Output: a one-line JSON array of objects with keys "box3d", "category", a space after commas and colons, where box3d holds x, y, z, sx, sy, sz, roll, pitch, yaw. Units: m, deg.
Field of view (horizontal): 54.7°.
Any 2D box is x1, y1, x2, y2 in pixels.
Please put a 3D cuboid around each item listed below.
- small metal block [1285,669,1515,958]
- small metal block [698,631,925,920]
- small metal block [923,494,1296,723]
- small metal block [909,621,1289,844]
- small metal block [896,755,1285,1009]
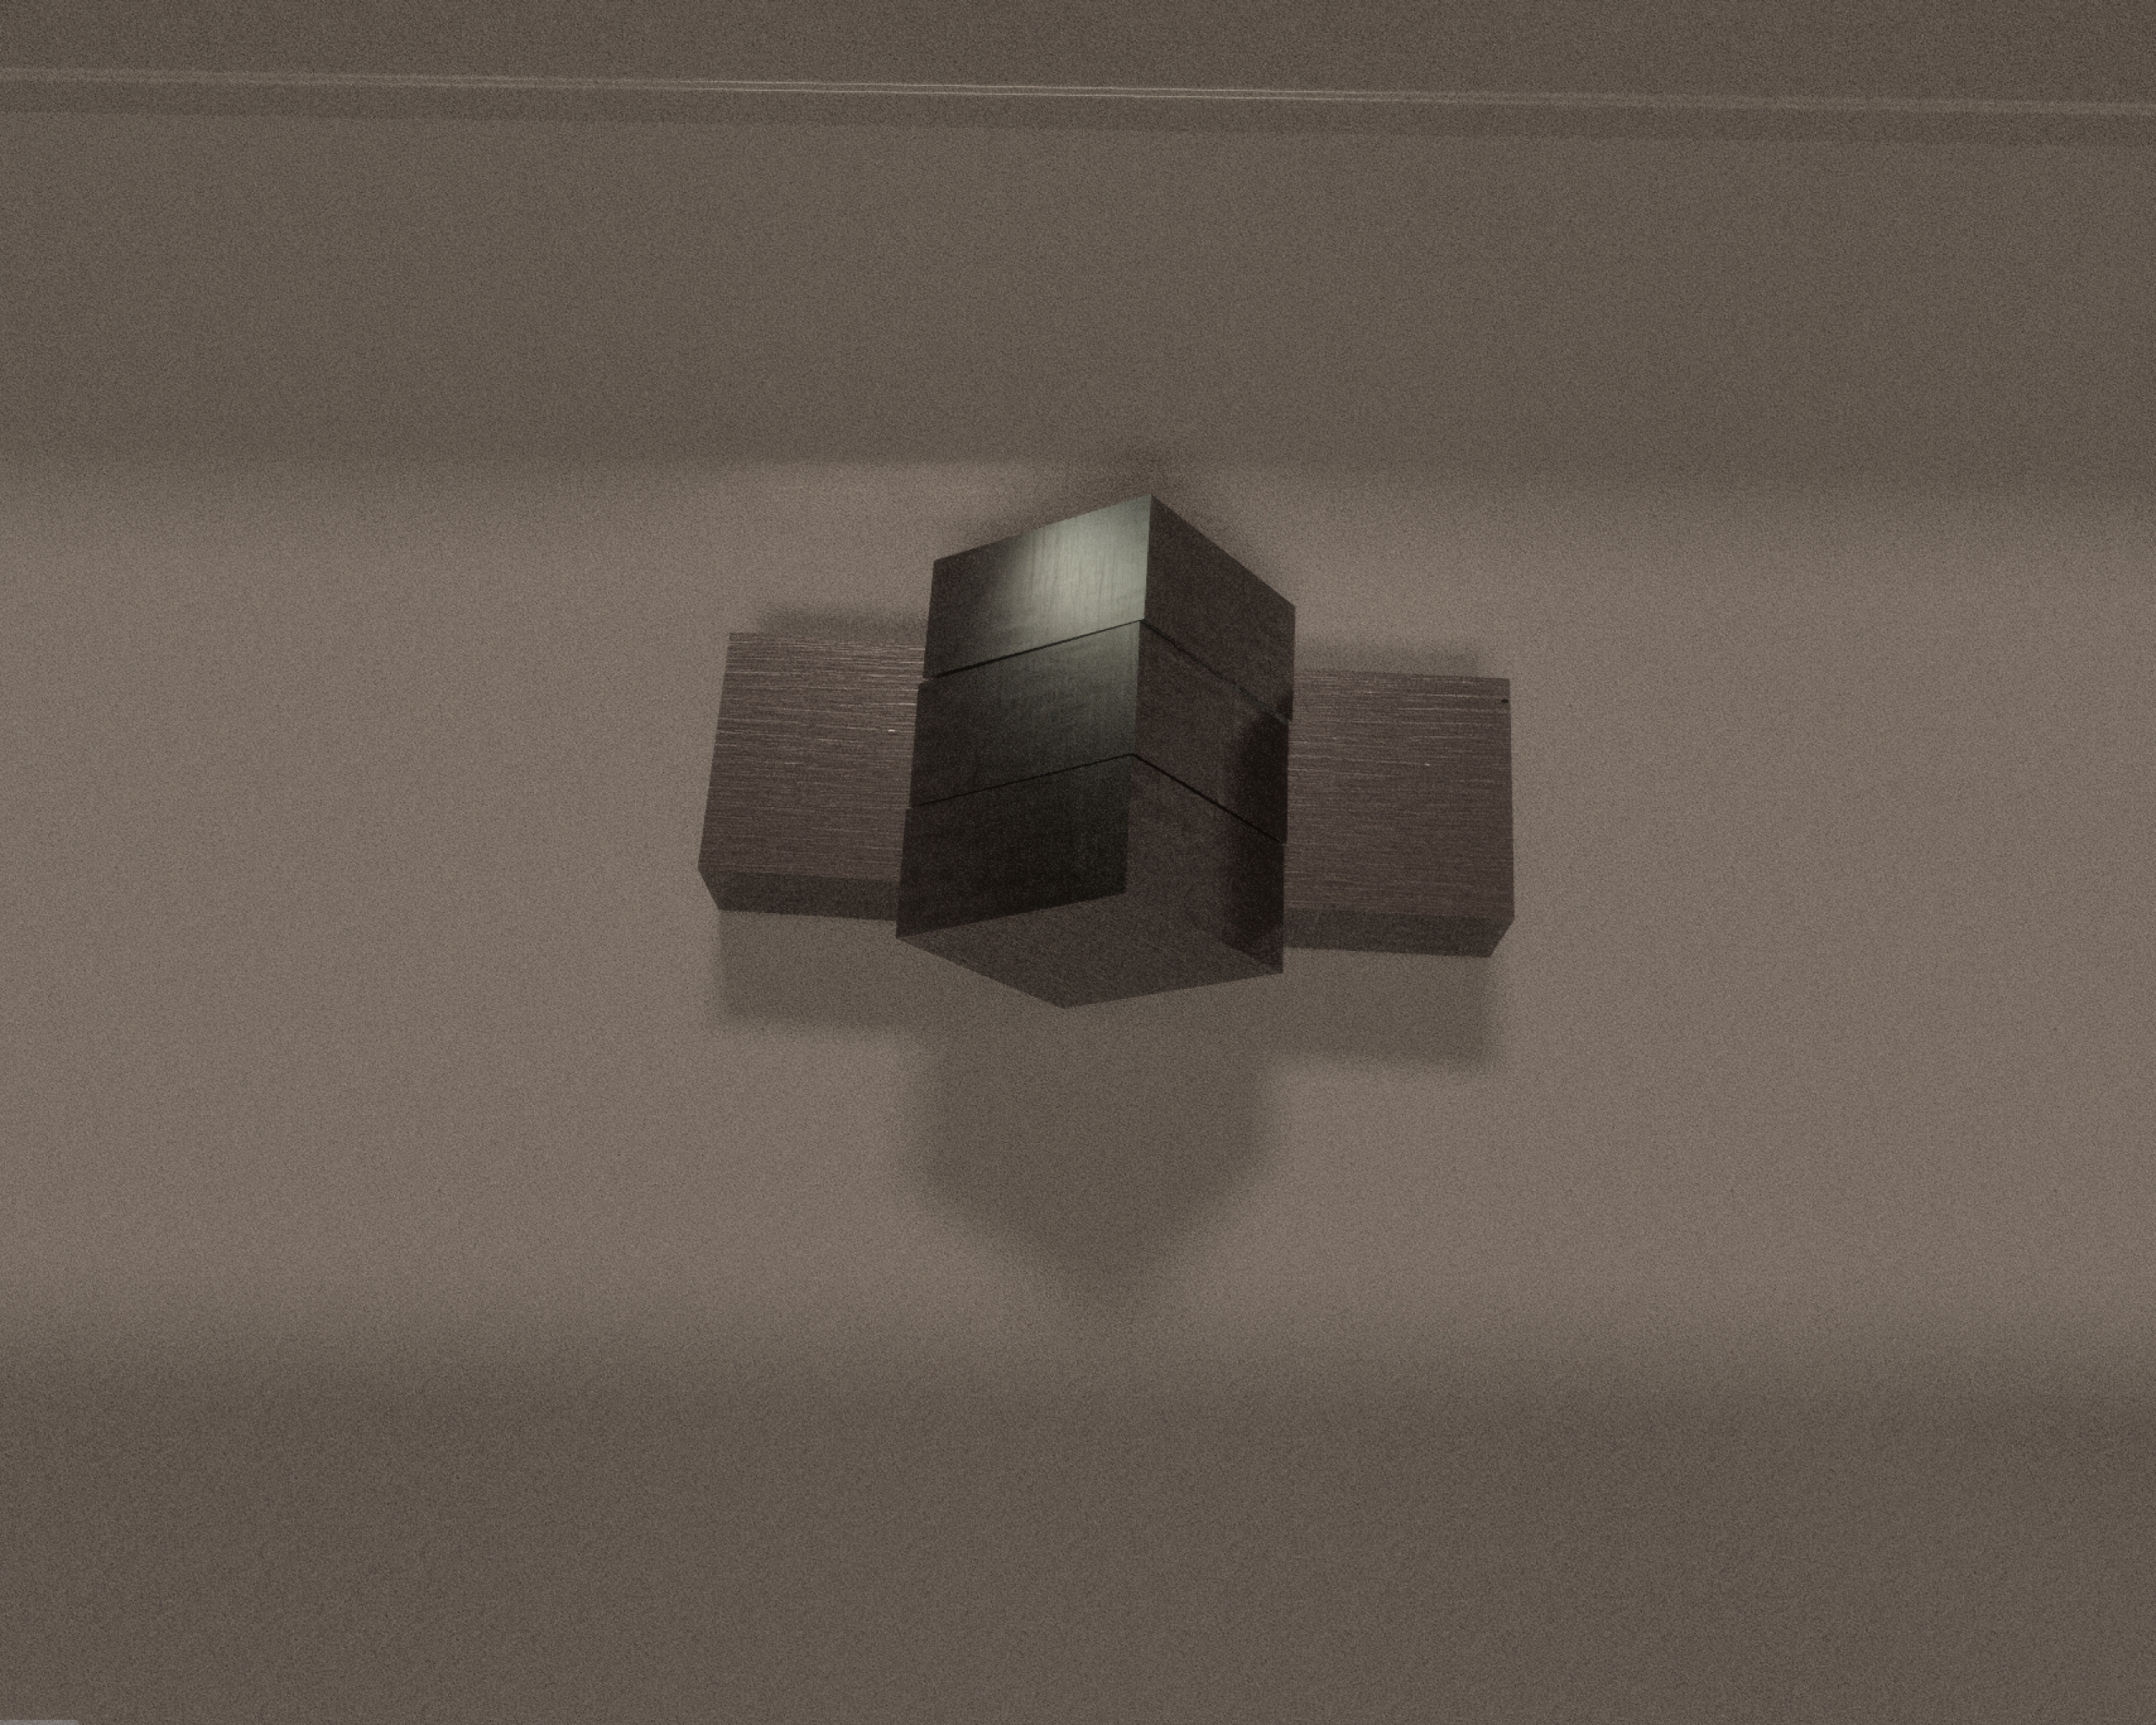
[{"box3d": [0.058, -0.010, 0.413, 0.050, 0.025, 0.050, 3, 70, 0], "category": "small metal block"}, {"box3d": [-0.045, -0.016, 0.413, 0.050, 0.025, 0.050, 4, 70, 1], "category": "small metal block"}, {"box3d": [0.007, -0.042, 0.399, 0.050, 0.050, 0.025, -11, 65, 35], "category": "small metal block"}, {"box3d": [0.005, -0.018, 0.391, 0.050, 0.050, 0.025, -12, 65, 34], "category": "small metal block"}, {"box3d": [0.003, 0.005, 0.382, 0.050, 0.050, 0.025, -12, 65, 34], "category": "small metal block"}]
